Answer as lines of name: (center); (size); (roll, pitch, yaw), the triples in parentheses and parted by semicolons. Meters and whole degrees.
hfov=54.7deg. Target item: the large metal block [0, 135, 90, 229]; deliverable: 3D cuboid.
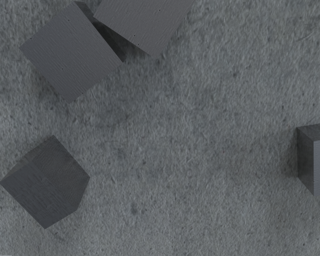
large metal block: (-0.144, 0.067, 0.403); (0.050, 0.080, 0.080); (-32, 107, 11)

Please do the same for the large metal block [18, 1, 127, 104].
large metal block: (-0.097, -0.088, 0.363); (0.080, 0.050, 0.080); (-35, 107, 11)

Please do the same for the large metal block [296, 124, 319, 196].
large metal block: (0.234, 0.038, 0.414); (0.080, 0.050, 0.079); (-9, 110, 3)

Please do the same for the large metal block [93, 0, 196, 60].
large metal block: (-0.015, -0.136, 0.346); (0.080, 0.050, 0.080); (32, 107, -12)
